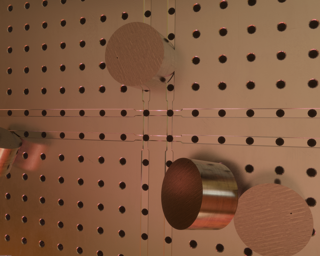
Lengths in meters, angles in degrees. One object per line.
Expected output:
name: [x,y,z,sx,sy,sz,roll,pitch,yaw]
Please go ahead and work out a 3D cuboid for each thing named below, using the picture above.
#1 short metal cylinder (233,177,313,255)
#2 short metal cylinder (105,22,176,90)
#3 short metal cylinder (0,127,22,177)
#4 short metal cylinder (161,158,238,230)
short metal cylinder: [0.128,0.099,0.354,0.080,0.050,0.079,0,90,20]
short metal cylinder: [-0.024,-0.092,0.408,0.080,0.050,0.079,0,90,20]
short metal cylinder: [-0.263,0.033,0.476,0.080,0.080,0.050,31,100,17]
short metal cylinder: [0.044,0.078,0.362,0.080,0.050,0.080,-27,57,53]
